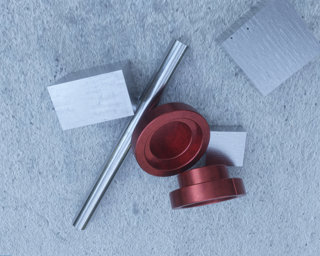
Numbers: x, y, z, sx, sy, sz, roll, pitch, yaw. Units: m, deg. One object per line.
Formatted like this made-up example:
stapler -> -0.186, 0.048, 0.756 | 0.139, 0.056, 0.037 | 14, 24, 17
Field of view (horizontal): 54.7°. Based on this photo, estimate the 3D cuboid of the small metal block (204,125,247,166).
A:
small metal block -> 0.086, 0.024, 0.419 | 0.050, 0.025, 0.050 | 1, 110, -1

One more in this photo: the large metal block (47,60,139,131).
large metal block -> -0.072, -0.042, 0.364 | 0.080, 0.080, 0.050 | -12, 110, 4

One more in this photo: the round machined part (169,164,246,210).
round machined part -> 0.060, 0.077, 0.410 | 0.098, 0.098, 0.042 | -12, 71, 4

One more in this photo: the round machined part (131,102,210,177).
round machined part -> 0.010, 0.011, 0.393 | 0.099, 0.042, 0.097 | -11, 124, -17

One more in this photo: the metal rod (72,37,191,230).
metal rod -> -0.046, 0.020, 0.416 | 0.025, 0.025, 0.298 | 28, 108, -10

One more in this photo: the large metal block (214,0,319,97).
large metal block -> 0.124, -0.097, 0.362 | 0.080, 0.050, 0.080 | -40, 106, 13
